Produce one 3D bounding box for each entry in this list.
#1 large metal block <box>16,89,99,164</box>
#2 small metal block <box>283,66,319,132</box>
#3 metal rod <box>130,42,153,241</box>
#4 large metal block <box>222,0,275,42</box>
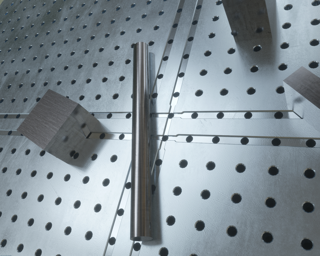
[{"bbox_3d":[-0.157,-0.004,0.475,0.080,0.050,0.080,24,75,36],"label":"large metal block"},{"bbox_3d":[0.160,-0.029,0.326,0.025,0.050,0.050,-38,51,3],"label":"small metal block"},{"bbox_3d":[-0.026,-0.004,0.422,0.025,0.025,0.299,-15,56,19],"label":"metal rod"},{"bbox_3d":[0.122,-0.177,0.417,0.050,0.080,0.080,0,62,28],"label":"large metal block"}]
